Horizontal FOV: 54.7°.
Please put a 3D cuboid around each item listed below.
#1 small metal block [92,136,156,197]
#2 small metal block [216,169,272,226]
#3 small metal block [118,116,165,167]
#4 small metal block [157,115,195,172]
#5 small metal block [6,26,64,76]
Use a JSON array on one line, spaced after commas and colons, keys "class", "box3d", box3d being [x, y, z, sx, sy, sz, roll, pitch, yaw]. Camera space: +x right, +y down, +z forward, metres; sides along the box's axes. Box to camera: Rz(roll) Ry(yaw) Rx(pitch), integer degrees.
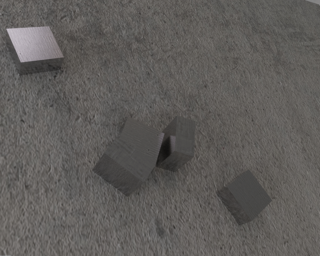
[{"class": "small metal block", "box3d": [-0.041, 0.044, 0.339, 0.050, 0.050, 0.025, 38, 51, -3]}, {"class": "small metal block", "box3d": [0.111, 0.091, 0.408, 0.050, 0.025, 0.050, -27, 77, -37]}, {"class": "small metal block", "box3d": [-0.027, 0.021, 0.376, 0.050, 0.025, 0.050, 26, 53, -12]}, {"class": "small metal block", "box3d": [0.020, 0.020, 0.386, 0.025, 0.050, 0.050, 18, 55, -18]}, {"class": "small metal block", "box3d": [-0.154, -0.095, 0.379, 0.050, 0.025, 0.050, -18, 71, -35]}]
